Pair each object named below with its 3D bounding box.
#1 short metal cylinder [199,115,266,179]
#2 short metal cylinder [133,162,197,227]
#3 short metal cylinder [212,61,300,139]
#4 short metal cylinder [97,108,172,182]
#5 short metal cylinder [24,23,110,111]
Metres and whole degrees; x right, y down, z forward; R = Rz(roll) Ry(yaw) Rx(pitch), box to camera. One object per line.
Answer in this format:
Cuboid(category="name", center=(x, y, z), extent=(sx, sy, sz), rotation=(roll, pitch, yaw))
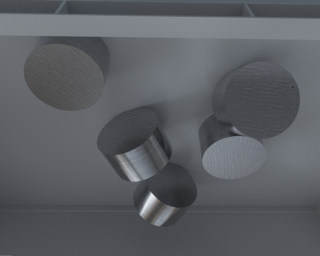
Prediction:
Cuboid(category="short metal cylinder", center=(0.094, 0.023, 0.412), extent=(0.081, 0.050, 0.079), rotation=(0, 131, 0))
Cuboid(category="short metal cylinder", center=(0.007, 0.096, 0.454), extent=(0.081, 0.080, 0.050), rotation=(18, 128, -15))
Cuboid(category="short metal cylinder", center=(0.103, -0.030, 0.343), extent=(0.081, 0.050, 0.079), rotation=(0, 93, -5))
Cuboid(category="short metal cylinder", center=(-0.031, 0.020, 0.390), extent=(0.080, 0.080, 0.050), rotation=(-17, 128, 13))
Cuboid(category="short metal cylinder", center=(-0.098, -0.065, 0.336), extent=(0.081, 0.050, 0.079), rotation=(0, 130, 0))
